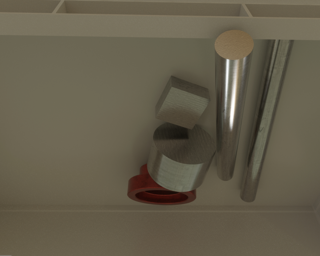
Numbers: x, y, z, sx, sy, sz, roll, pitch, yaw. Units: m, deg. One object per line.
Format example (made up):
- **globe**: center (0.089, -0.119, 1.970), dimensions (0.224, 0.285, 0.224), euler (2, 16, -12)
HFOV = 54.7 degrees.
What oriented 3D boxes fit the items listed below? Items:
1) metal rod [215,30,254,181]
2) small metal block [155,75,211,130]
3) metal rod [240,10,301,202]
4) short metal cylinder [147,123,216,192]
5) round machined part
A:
- **metal rod**: center (0.074, 0.007, 0.338), dimensions (0.025, 0.025, 0.299), euler (-9, 154, 7)
- **small metal block**: center (0.027, -0.030, 0.384), dimensions (0.050, 0.025, 0.050), euler (17, 128, -15)
- **metal rod**: center (0.136, -0.002, 0.409), dimensions (0.025, 0.025, 0.298), euler (-2, 130, 1)
- **short metal cylinder**: center (0.027, 0.036, 0.403), dimensions (0.081, 0.080, 0.050), euler (8, 128, -7)
- **round machined part**: center (0.003, 0.081, 0.452), dimensions (0.099, 0.042, 0.098), euler (2, 153, 1)
